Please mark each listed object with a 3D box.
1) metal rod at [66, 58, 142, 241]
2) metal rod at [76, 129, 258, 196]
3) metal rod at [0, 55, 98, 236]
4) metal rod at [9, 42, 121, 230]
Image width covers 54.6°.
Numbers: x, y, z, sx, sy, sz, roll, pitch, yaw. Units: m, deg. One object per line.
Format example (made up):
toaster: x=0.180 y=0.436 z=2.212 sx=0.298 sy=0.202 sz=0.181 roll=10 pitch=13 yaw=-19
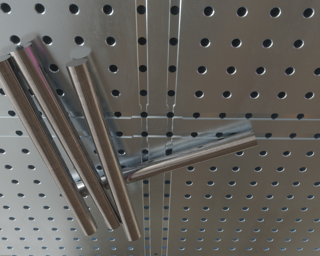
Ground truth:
metal rod: x=-0.068 y=0.050 z=0.427 sx=0.025 sy=0.025 sz=0.298 roll=-8 pitch=122 yaw=6
metal rod: x=-0.008 y=0.058 z=0.460 sx=0.300 sy=0.025 sz=0.025 roll=-18 pitch=128 yaw=14
metal rod: x=-0.146 y=0.045 z=0.426 sx=0.025 sy=0.025 sz=0.299 roll=-10 pitch=123 yaw=8
metal rod: x=-0.112 y=0.032 z=0.416 sx=0.025 sy=0.025 sz=0.299 roll=-12 pitch=123 yaw=10
